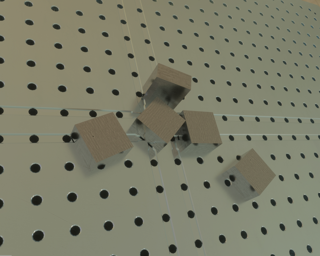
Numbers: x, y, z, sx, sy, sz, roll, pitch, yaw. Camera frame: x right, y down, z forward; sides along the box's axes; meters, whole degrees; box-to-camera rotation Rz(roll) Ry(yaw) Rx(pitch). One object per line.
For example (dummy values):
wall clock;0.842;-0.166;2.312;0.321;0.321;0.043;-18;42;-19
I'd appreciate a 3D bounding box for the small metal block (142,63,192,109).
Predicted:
small metal block;0.009;-0.057;0.431;0.050;0.050;0.025;18;55;-18

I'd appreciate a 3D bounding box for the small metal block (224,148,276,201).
small metal block;0.127;0.065;0.436;0.050;0.025;0.050;-33;80;-38

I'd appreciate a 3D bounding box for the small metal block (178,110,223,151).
small metal block;0.053;0.004;0.434;0.050;0.025;0.050;2;61;-27

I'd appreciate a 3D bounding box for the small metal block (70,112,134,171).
small metal block;-0.068;0.015;0.362;0.050;0.025;0.050;-23;74;-36

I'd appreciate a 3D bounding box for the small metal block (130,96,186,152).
small metal block;-0.002;-0.006;0.410;0.050;0.025;0.050;40;51;-1
